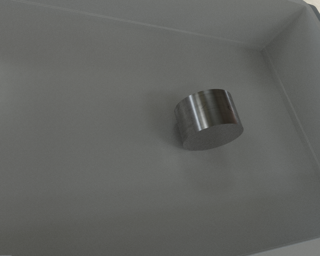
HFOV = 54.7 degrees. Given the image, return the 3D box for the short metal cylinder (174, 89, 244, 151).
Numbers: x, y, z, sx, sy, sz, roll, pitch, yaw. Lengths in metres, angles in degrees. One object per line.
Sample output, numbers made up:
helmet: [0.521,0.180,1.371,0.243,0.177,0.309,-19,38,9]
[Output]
short metal cylinder: [0.064,-0.009,0.412,0.081,0.080,0.050,1,62,-28]
